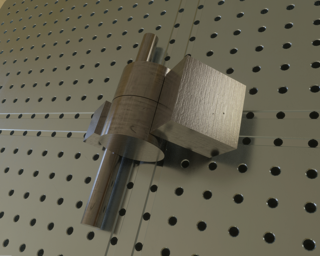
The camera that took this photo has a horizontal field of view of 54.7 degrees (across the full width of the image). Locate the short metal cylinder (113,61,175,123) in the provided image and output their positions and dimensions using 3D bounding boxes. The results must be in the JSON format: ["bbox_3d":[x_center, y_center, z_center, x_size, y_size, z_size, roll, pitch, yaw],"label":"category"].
[{"bbox_3d":[-0.016,-0.042,0.402,0.080,0.080,0.050,1,62,28],"label":"short metal cylinder"}]

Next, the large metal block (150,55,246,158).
[{"bbox_3d":[0.044,-0.021,0.349,0.050,0.080,0.080,-32,39,59],"label":"large metal block"}]

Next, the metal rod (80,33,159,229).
[{"bbox_3d":[-0.049,-0.013,0.436,0.025,0.025,0.300,1,62,28],"label":"metal rod"}]

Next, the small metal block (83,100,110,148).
[{"bbox_3d":[-0.080,-0.004,0.434,0.050,0.025,0.050,-29,41,56],"label":"small metal block"}]

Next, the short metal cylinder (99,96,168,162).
[{"bbox_3d":[-0.028,0.003,0.380,0.080,0.080,0.050,1,62,28],"label":"short metal cylinder"}]
